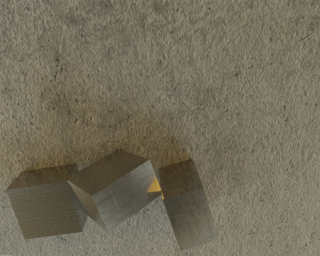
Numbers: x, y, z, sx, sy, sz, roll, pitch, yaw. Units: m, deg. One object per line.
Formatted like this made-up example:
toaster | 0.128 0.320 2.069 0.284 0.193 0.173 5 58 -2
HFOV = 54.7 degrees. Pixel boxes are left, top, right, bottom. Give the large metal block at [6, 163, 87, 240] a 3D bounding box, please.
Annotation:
large metal block | -0.152 0.102 0.432 0.080 0.050 0.079 -9 110 3

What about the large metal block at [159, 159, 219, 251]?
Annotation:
large metal block | 0.036 0.100 0.416 0.050 0.080 0.080 -17 110 2

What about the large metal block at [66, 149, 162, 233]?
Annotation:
large metal block | -0.058 0.073 0.390 0.081 0.080 0.050 -30 112 -30
